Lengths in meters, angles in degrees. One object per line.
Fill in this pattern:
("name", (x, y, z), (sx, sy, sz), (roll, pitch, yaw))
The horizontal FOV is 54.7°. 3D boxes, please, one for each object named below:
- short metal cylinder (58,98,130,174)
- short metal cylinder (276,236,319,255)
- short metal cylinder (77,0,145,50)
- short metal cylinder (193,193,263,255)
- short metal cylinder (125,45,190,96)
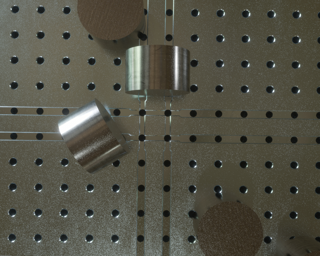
("short metal cylinder", (-0.080, 0.010, 0.385), (0.050, 0.080, 0.080), (-31, 90, 0))
("short metal cylinder", (0.198, 0.189, 0.404), (0.081, 0.050, 0.079), (0, 90, -1))
("short metal cylinder", (-0.060, -0.146, 0.400), (0.081, 0.050, 0.079), (0, 90, -1))
("short metal cylinder", (0.086, 0.129, 0.402), (0.081, 0.050, 0.079), (0, 90, -1))
("short metal cylinder", (-0.003, -0.068, 0.386), (0.081, 0.080, 0.050), (0, 90, -1))
